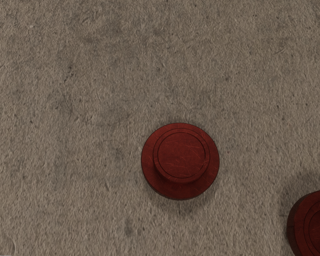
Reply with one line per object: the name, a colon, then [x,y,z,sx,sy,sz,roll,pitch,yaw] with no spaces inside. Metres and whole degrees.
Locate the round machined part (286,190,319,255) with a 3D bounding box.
round machined part: [0.195,0.122,0.357,0.099,0.042,0.098,0,70,-1]

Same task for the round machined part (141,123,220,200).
round machined part: [0.025,0.039,0.385,0.099,0.042,0.098,0,70,-1]
